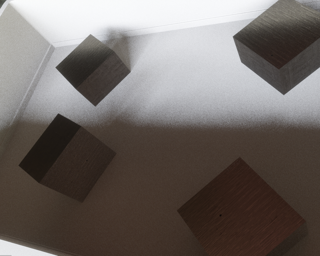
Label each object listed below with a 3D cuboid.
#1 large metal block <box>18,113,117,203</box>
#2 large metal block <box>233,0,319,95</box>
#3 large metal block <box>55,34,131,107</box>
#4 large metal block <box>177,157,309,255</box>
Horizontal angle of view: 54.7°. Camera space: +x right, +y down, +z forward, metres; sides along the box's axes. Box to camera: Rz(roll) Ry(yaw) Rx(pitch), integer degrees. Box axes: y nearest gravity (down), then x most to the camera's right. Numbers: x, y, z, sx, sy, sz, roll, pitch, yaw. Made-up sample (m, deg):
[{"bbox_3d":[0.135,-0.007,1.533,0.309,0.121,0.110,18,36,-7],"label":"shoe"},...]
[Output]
[{"bbox_3d":[-0.117,0.041,0.405,0.050,0.080,0.080,24,75,36],"label":"large metal block"},{"bbox_3d":[0.150,-0.100,0.372,0.080,0.050,0.080,-38,51,2],"label":"large metal block"},{"bbox_3d":[-0.109,-0.095,0.503,0.080,0.050,0.080,-45,51,-4],"label":"large metal block"},{"bbox_3d":[0.077,0.089,0.294,0.080,0.050,0.080,-41,51,0],"label":"large metal block"}]
